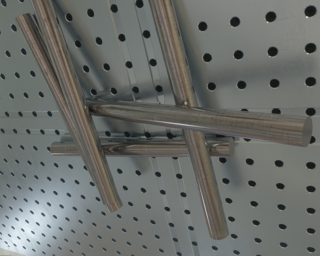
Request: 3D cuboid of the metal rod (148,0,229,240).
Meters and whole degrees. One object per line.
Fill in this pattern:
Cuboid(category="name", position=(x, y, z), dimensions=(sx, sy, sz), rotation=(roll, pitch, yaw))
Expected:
Cuboid(category="metal rod", position=(0.038, -0.002, 0.362), dimensions=(0.025, 0.025, 0.298), rotation=(-7, 107, 31))

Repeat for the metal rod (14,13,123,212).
Cuboid(category="metal rod", position=(-0.125, -0.013, 0.442), dimensions=(0.025, 0.025, 0.299), rotation=(-15, 104, 34))

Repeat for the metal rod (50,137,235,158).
Cuboid(category="metal rod", position=(-0.044, 0.029, 0.450), dimensions=(0.300, 0.025, 0.025), rotation=(-3, 117, 29))

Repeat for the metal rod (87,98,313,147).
Cuboid(category="metal rod", position=(0.007, -0.014, 0.347), dimensions=(0.300, 0.025, 0.025), rotation=(9, 124, 42))

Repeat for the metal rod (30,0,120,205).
Cuboid(category="metal rod", position=(-0.112, -0.037, 0.412), dimensions=(0.025, 0.025, 0.298), rotation=(-9, 104, 32))
